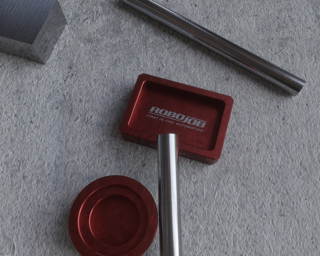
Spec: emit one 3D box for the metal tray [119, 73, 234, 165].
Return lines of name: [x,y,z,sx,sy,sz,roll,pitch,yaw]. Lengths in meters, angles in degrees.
metal tray: [0.022,-0.013,0.410,0.131,0.030,0.090,16,71,5]

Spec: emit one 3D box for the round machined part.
round machined part: [-0.051,0.107,0.359,0.099,0.042,0.098,0,70,-1]

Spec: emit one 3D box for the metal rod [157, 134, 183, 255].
metal rod: [0.013,0.154,0.335,0.025,0.025,0.299,-1,76,-1]

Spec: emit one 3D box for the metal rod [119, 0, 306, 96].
metal rod: [0.069,-0.132,0.457,0.301,0.025,0.025,32,73,10]

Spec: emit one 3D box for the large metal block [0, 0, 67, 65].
large metal block: [-0.194,-0.148,0.447,0.080,0.050,0.080,17,71,5]
